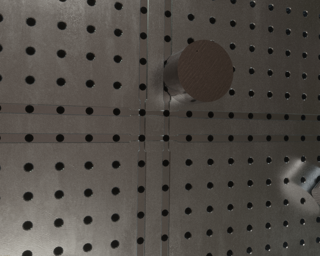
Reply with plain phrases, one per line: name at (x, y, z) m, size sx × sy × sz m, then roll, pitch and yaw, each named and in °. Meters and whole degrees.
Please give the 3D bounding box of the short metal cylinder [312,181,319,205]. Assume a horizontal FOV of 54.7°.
short metal cylinder at (0.295, 0.106, 0.495) m, size 0.050 × 0.080 × 0.080 m, roll -44°, pitch 104°, yaw -15°

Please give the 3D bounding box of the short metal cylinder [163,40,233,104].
short metal cylinder at (0.051, -0.073, 0.419) m, size 0.081 × 0.050 × 0.079 m, roll 0°, pitch 90°, yaw -20°
